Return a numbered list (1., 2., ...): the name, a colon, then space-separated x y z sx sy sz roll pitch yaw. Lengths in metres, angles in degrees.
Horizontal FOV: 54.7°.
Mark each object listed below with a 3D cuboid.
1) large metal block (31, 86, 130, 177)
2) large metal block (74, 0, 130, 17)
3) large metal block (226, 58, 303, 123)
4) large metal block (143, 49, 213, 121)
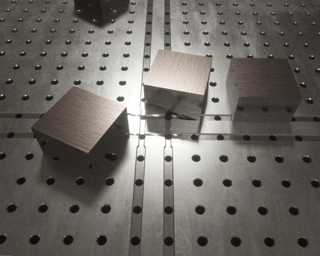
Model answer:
1. large metal block: -0.095 0.002 0.388 0.080 0.050 0.080 22 53 17
2. large metal block: -0.119 -0.277 0.622 0.080 0.050 0.080 31 56 23
3. large metal block: 0.142 -0.054 0.439 0.081 0.050 0.080 1 50 0
4. large metal block: 0.027 -0.063 0.445 0.080 0.050 0.080 11 51 9
